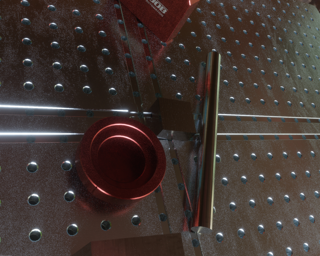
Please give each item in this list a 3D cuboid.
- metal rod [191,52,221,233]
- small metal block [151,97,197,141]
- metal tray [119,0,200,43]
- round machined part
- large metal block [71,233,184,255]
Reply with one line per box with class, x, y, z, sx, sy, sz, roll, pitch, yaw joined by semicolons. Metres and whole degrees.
metal rod;0.071;-0.001;0.448;0.025;0.025;0.300;22;53;-16
small metal block;0.018;-0.012;0.427;0.050;0.025;0.050;6;59;-25
metal tray;-0.011;-0.212;0.491;0.130;0.090;0.030;45;51;2
round machined part;-0.046;0.039;0.350;0.099;0.042;0.098;14;56;-21
large metal block;-0.031;0.131;0.277;0.081;0.080;0.050;4;60;-27
